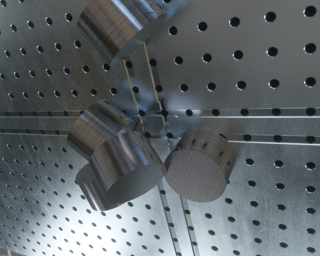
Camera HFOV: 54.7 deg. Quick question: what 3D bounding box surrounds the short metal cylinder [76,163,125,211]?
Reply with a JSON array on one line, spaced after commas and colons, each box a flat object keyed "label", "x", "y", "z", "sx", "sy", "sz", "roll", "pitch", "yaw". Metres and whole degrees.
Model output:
[{"label": "short metal cylinder", "x": -0.077, "y": 0.078, "z": 0.463, "sx": 0.080, "sy": 0.080, "sz": 0.050, "roll": -9, "pitch": 114, "yaw": 32}]

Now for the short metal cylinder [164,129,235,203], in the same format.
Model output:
[{"label": "short metal cylinder", "x": 0.051, "y": 0.048, "z": 0.397, "sx": 0.080, "sy": 0.050, "sz": 0.079, "roll": 13, "pitch": 124, "yaw": 20}]

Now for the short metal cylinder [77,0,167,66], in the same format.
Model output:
[{"label": "short metal cylinder", "x": -0.039, "y": -0.111, "z": 0.326, "sx": 0.050, "sy": 0.080, "sz": 0.080, "roll": 48, "pitch": 129, "yaw": -6}]

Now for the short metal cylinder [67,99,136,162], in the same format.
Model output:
[{"label": "short metal cylinder", "x": -0.078, "y": 0.008, "z": 0.417, "sx": 0.050, "sy": 0.080, "sz": 0.079, "roll": 38, "pitch": 129, "yaw": 8}]

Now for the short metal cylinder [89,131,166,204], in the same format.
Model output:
[{"label": "short metal cylinder", "x": -0.040, "y": 0.049, "z": 0.383, "sx": 0.050, "sy": 0.081, "sz": 0.079, "roll": 57, "pitch": 136, "yaw": 30}]
